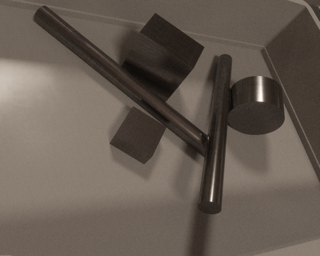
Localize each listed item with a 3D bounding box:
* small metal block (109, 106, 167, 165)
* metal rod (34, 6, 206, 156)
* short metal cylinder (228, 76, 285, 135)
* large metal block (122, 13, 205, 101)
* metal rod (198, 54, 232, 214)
[{"bbox_3d":[-0.027,0.009,0.387,0.050,0.025,0.050,32,51,-8],"label":"small metal block"},{"bbox_3d":[-0.042,-0.059,0.420,0.300,0.025,0.025,39,51,-3],"label":"metal rod"},{"bbox_3d":[0.145,-0.033,0.471,0.080,0.080,0.050,23,53,-15],"label":"short metal cylinder"},{"bbox_3d":[0.001,-0.095,0.431,0.080,0.080,0.050,33,51,-7],"label":"large metal block"},{"bbox_3d":[0.083,-0.017,0.436,0.025,0.025,0.300,28,44,-11],"label":"metal rod"}]
